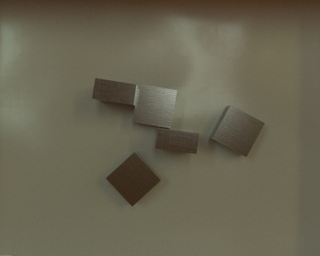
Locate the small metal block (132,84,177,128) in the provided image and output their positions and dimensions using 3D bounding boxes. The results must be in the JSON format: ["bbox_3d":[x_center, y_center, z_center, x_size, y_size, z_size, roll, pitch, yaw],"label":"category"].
[{"bbox_3d":[-0.007,-0.028,0.411,0.050,0.025,0.050,10,90,0],"label":"small metal block"}]

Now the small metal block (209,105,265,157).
[{"bbox_3d":[0.102,0.004,0.412,0.050,0.025,0.050,28,90,0],"label":"small metal block"}]

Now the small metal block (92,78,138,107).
[{"bbox_3d":[-0.055,-0.044,0.398,0.050,0.050,0.025,9,90,0],"label":"small metal block"}]

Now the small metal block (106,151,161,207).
[{"bbox_3d":[-0.034,0.066,0.411,0.050,0.025,0.050,-43,90,0],"label":"small metal block"}]

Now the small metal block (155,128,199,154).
[{"bbox_3d":[0.021,0.016,0.399,0.050,0.050,0.025,8,90,0],"label":"small metal block"}]
